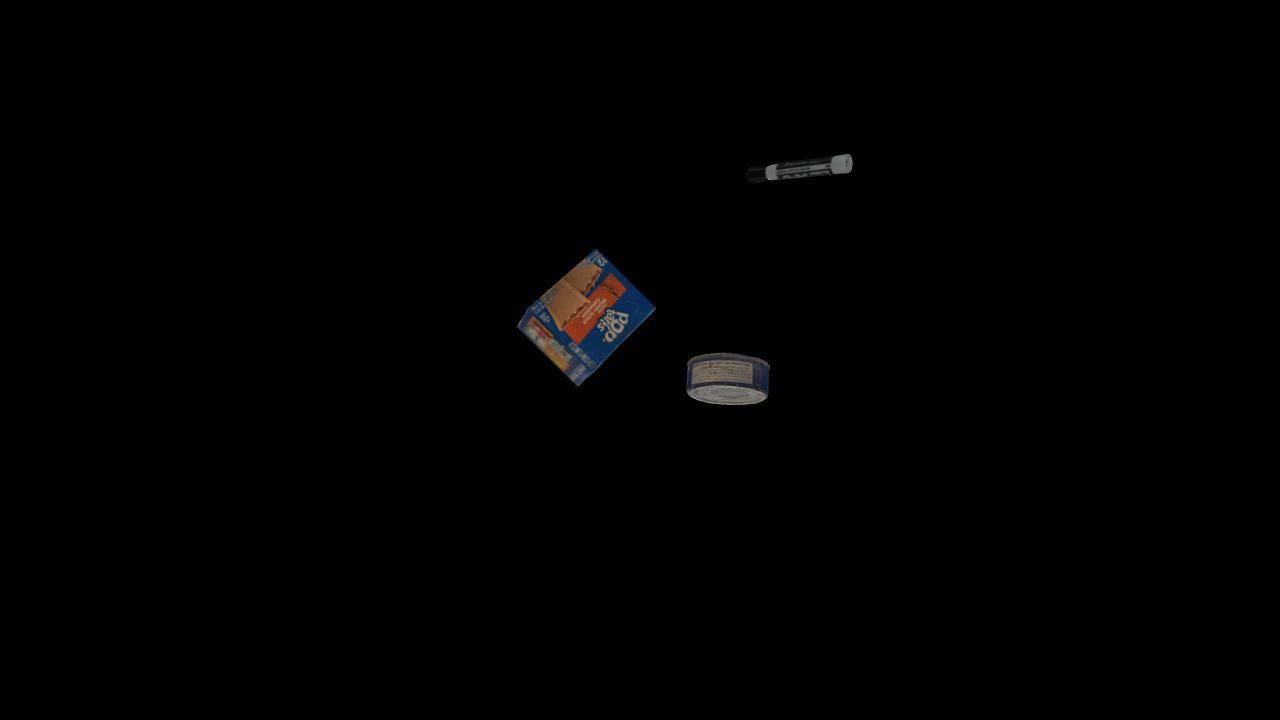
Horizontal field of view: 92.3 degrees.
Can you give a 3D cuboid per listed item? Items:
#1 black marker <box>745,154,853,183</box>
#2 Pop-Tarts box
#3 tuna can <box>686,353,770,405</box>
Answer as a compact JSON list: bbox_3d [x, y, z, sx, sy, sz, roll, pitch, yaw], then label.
[{"bbox_3d":[0.167,-0.205,0.663,0.121,0.020,0.020,8,5,42],"label":"black marker"},{"bbox_3d":[-0.086,-0.070,1.000,0.167,0.141,0.083,-46,4,-28],"label":"Pop-Tarts box"},{"bbox_3d":[0.089,0.021,0.626,0.084,0.034,0.084,4,-16,1],"label":"tuna can"}]
